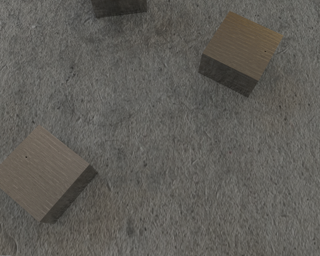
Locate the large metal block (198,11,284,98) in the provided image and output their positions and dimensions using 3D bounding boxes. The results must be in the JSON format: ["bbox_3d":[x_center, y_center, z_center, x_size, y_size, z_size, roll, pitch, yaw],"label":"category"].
[{"bbox_3d":[0.110,-0.102,0.433,0.080,0.050,0.080,29,73,10],"label":"large metal block"}]

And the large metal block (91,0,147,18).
[{"bbox_3d":[-0.066,-0.222,0.475,0.081,0.050,0.080,-9,70,-3],"label":"large metal block"}]

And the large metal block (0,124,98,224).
[{"bbox_3d":[-0.136,0.056,0.373,0.080,0.050,0.080,36,74,12],"label":"large metal block"}]
